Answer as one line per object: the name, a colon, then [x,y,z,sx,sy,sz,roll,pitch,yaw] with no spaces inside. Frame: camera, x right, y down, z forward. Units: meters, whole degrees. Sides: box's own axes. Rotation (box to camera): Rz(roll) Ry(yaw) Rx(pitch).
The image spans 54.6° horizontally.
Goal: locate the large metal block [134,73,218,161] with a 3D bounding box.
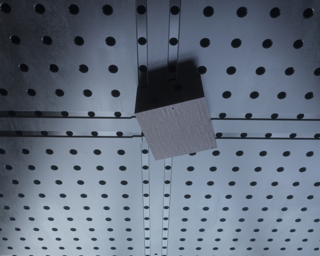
large metal block: [0.021,-0.012,0.385,0.080,0.050,0.080,-13,129,10]
